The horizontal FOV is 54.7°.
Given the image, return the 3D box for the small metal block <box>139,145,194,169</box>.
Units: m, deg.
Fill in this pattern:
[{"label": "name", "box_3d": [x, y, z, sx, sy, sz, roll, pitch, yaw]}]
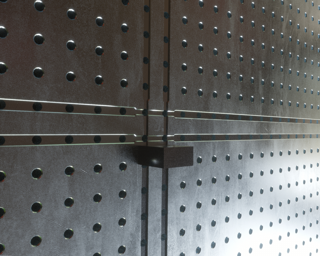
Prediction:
[{"label": "small metal block", "box_3d": [0.008, 0.036, 0.401, 0.050, 0.050, 0.025, 1, 90, -40]}]
